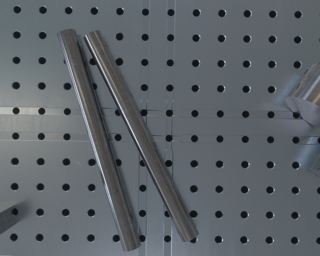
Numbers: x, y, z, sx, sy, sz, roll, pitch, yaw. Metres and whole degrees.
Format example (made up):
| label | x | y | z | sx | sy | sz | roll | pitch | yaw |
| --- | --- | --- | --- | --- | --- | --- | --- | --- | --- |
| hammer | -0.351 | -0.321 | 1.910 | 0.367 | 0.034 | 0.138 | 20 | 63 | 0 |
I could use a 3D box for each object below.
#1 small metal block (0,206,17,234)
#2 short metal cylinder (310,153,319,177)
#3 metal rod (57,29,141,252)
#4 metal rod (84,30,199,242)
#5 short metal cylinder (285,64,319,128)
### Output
| label | x | y | z | sx | sy | sz | roll | pitch | yaw |
| --- | --- | --- | --- | --- | --- | --- | --- | --- | --- |
| small metal block | -0.223 | 0.123 | 0.399 | 0.050 | 0.050 | 0.025 | -11 | 90 | 0 |
| short metal cylinder | 0.241 | 0.051 | 0.388 | 0.080 | 0.080 | 0.050 | 31 | 90 | 0 |
| metal rod | -0.081 | 0.016 | 0.412 | 0.025 | 0.025 | 0.298 | -17 | 90 | 0 |
| metal rod | -0.025 | 0.011 | 0.413 | 0.025 | 0.025 | 0.299 | -26 | 90 | 0 |
| short metal cylinder | 0.208 | -0.036 | 0.388 | 0.080 | 0.080 | 0.050 | 36 | 90 | 0 |
